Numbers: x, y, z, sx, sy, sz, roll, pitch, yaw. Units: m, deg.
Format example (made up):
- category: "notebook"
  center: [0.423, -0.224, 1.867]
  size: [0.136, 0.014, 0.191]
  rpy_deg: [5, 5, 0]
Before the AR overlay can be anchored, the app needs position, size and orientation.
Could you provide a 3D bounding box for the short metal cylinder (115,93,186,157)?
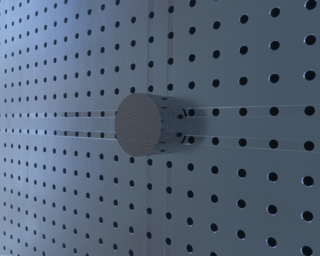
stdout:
- category: "short metal cylinder"
  center: [-0.013, -0.004, 0.405]
  size: [0.080, 0.050, 0.080]
  rpy_deg: [0, 90, 40]
